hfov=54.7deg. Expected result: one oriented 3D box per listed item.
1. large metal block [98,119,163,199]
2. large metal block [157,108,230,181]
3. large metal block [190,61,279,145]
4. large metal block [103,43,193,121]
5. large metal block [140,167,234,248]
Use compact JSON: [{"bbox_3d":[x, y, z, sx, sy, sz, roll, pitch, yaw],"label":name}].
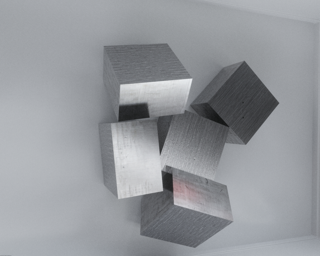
[{"bbox_3d":[-0.038,0.032,0.367,0.050,0.080,0.079,-6,92,-20],"label":"large metal block"},{"bbox_3d":[0.035,0.024,0.411,0.080,0.050,0.080,20,83,-19],"label":"large metal block"},{"bbox_3d":[0.105,-0.034,0.436,0.080,0.050,0.080,46,76,-15],"label":"large metal block"},{"bbox_3d":[-0.019,-0.057,0.367,0.081,0.080,0.050,-8,135,-19],"label":"large metal block"},{"bbox_3d":[0.030,0.102,0.386,0.080,0.080,0.050,21,41,-21],"label":"large metal block"}]
